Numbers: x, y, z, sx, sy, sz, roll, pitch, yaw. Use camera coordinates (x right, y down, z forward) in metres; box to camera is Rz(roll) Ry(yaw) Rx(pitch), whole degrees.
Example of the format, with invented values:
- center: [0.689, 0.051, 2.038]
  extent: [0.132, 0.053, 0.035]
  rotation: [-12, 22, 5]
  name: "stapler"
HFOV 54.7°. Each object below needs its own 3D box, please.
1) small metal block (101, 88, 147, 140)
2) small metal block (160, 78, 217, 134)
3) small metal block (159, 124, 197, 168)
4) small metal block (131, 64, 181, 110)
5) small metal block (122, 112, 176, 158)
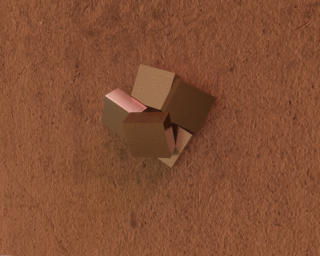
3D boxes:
- center: [-0.049, -0.017, 0.414]
  extent: [0.050, 0.025, 0.050]
  rotation: [35, 137, 15]
  name: "small metal block"
- center: [0.034, -0.028, 0.386]
  extent: [0.050, 0.025, 0.050]
  rotation: [24, 99, -16]
  name: "small metal block"
- center: [0.011, 0.016, 0.406]
  extent: [0.050, 0.025, 0.050]
  rotation: [34, 101, 16]
  name: "small metal block"
- center: [-0.006, -0.053, 0.412]
  extent: [0.050, 0.025, 0.050]
  rotation: [18, 96, 18]
  name: "small metal block"
- center: [-0.012, 0.008, 0.375]
  extent: [0.050, 0.025, 0.050]
  rotation: [0, 123, 19]
  name: "small metal block"
